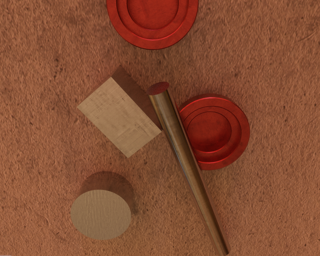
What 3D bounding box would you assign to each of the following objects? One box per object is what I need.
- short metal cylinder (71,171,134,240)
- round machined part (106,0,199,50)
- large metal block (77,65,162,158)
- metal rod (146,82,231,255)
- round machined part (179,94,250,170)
[{"bbox_3d":[-0.079,0.108,0.436,0.081,0.050,0.079,0,110,0],"label":"short metal cylinder"},{"bbox_3d":[-0.008,-0.140,0.349,0.099,0.042,0.097,0,110,0],"label":"round machined part"},{"bbox_3d":[-0.043,-0.023,0.372,0.050,0.080,0.080,-39,106,13],"label":"large metal block"},{"bbox_3d":[0.048,0.074,0.398,0.025,0.025,0.299,-19,124,7],"label":"metal rod"},{"bbox_3d":[0.062,0.002,0.402,0.099,0.042,0.097,0,110,0],"label":"round machined part"}]
